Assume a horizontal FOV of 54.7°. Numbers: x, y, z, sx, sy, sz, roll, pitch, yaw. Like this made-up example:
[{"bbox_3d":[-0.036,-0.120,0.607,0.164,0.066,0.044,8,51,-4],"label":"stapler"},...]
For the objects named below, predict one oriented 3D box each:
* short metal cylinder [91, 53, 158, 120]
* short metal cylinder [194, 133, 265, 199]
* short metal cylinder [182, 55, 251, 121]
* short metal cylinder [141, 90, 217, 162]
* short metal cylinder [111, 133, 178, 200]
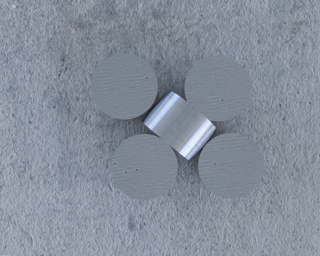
[{"bbox_3d":[-0.043,-0.050,0.397,0.081,0.050,0.079,0,90,-1],"label":"short metal cylinder"},{"bbox_3d":[0.086,0.045,0.399,0.081,0.050,0.079,0,90,-1],"label":"short metal cylinder"},{"bbox_3d":[0.070,-0.048,0.398,0.081,0.050,0.079,0,90,-1],"label":"short metal cylinder"},{"bbox_3d":[0.023,-0.003,0.384,0.080,0.080,0.050,40,90,-1],"label":"short metal cylinder"},{"bbox_3d":[-0.019,0.047,0.397,0.081,0.050,0.079,0,90,-1],"label":"short metal cylinder"}]
